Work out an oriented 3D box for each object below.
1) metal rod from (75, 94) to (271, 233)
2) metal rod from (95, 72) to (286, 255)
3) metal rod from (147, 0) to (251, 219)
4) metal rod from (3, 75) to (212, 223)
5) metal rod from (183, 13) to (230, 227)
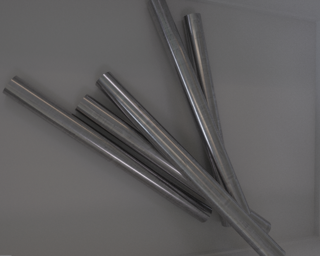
[{"bbox_3d":[0.025,0.055,0.403,0.301,0.025,0.025,36,79,-11],"label":"metal rod"},{"bbox_3d":[0.033,0.046,0.375,0.025,0.025,0.300,-43,86,-15],"label":"metal rod"},{"bbox_3d":[0.049,-0.028,0.401,0.025,0.025,0.299,-20,87,-19],"label":"metal rod"},{"bbox_3d":[-0.052,0.036,0.391,0.301,0.025,0.025,36,78,-17],"label":"metal rod"},{"bbox_3d":[0.072,-0.008,0.437,0.025,0.025,0.298,-13,94,-20],"label":"metal rod"}]
